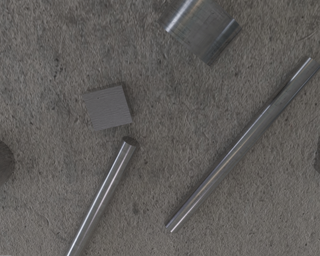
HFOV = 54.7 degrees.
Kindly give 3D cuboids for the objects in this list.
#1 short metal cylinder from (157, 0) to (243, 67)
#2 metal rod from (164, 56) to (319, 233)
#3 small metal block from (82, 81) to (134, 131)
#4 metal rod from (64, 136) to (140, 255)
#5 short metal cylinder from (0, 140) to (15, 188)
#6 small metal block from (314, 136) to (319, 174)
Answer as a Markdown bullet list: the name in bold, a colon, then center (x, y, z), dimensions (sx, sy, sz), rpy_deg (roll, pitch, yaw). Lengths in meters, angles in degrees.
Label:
- **short metal cylinder**: center (0.043, -0.111, 0.340), dimensions (0.080, 0.080, 0.050), rpy_deg (37, 106, -13)
- **metal rod**: center (0.103, 0.033, 0.422), dimensions (0.025, 0.025, 0.299), rpy_deg (33, 107, -12)
- **small metal block**: center (-0.065, -0.028, 0.399), dimensions (0.050, 0.025, 0.050), rpy_deg (-13, 110, 4)
- **metal rod**: center (-0.106, 0.143, 0.461), dimensions (0.025, 0.025, 0.298), rpy_deg (25, 108, -9)
- **short metal cylinder**: center (-0.246, 0.054, 0.414), dimensions (0.081, 0.050, 0.079), rpy_deg (0, 110, 0)
- **small metal block**: center (0.246, 0.038, 0.426), dimensions (0.050, 0.025, 0.050), rpy_deg (-1, 110, 0)
